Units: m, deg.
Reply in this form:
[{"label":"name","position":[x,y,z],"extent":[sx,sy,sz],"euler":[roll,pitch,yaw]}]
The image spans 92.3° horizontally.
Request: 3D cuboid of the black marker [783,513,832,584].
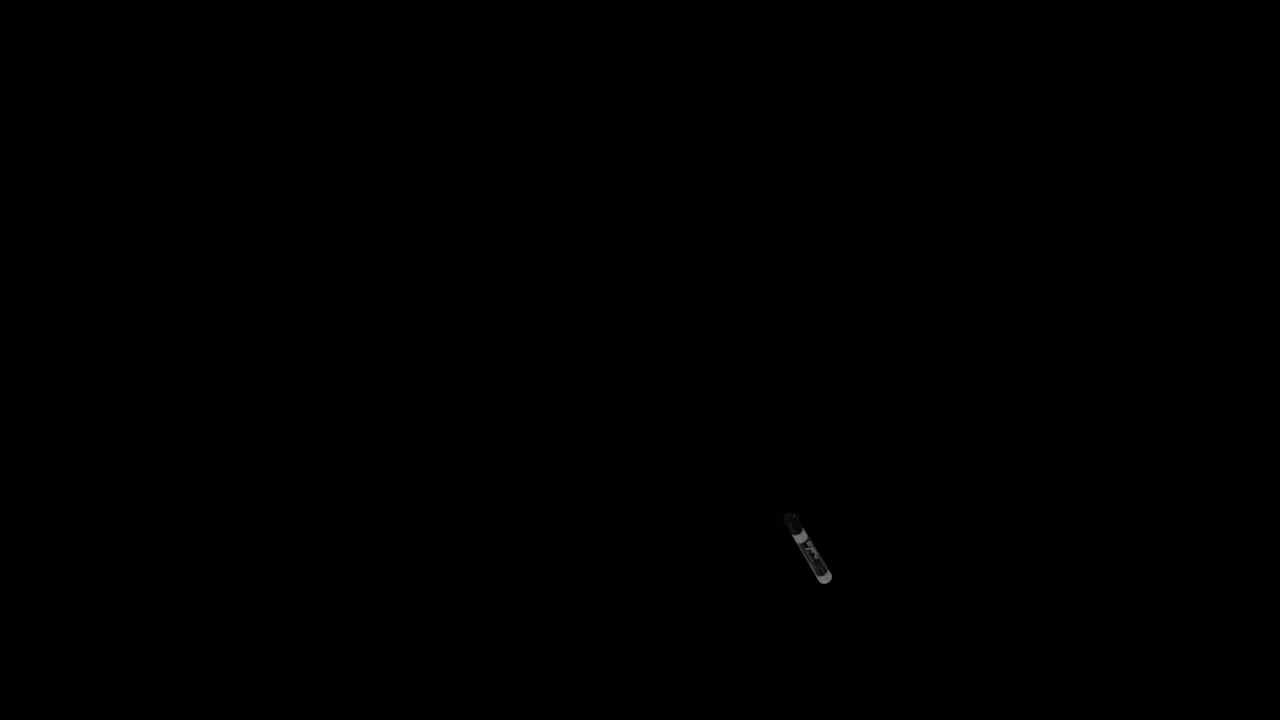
[{"label":"black marker","position":[0.211,0.236,0.776],"extent":[0.020,0.121,0.020],"euler":[-27,23,13]}]
